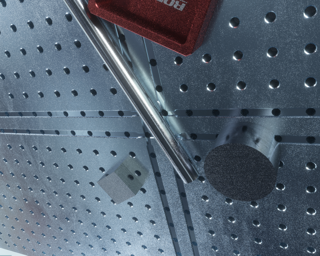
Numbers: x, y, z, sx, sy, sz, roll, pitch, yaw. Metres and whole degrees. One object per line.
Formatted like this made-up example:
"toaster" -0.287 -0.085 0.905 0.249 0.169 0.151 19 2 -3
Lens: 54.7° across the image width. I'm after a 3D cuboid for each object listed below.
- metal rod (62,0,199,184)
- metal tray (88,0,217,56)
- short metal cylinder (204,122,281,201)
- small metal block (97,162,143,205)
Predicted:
"metal rod" -0.036 -0.053 0.395 0.025 0.025 0.299 -24 106 36
"metal tray" -0.008 -0.143 0.322 0.130 0.030 0.089 27 128 10
"short metal cylinder" 0.098 0.039 0.367 0.080 0.050 0.079 13 124 20
"small metal block" -0.065 0.090 0.499 0.050 0.025 0.050 -34 100 38
